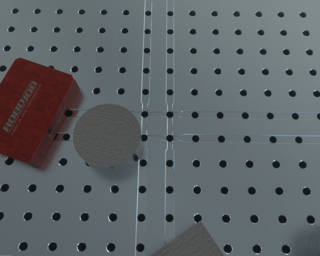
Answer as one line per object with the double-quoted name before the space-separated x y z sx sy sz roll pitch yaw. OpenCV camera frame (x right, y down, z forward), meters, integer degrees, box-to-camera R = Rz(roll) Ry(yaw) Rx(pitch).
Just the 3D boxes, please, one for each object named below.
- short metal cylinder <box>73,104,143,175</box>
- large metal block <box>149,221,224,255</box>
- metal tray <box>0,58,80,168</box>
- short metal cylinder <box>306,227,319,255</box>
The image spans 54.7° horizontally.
"short metal cylinder" -0.063 0.016 0.392 0.081 0.050 0.080 0 70 0
"large metal block" 0.032 0.161 0.340 0.080 0.050 0.080 -32 73 -11
"metal tray" -0.178 -0.023 0.416 0.090 0.030 0.130 19 71 7
"short metal cylinder" 0.215 0.147 0.346 0.081 0.050 0.080 0 70 0
